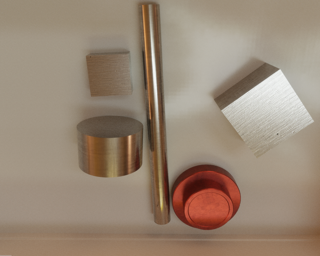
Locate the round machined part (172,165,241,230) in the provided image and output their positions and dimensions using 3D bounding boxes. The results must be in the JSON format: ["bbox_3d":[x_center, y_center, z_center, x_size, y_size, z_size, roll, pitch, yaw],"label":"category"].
[{"bbox_3d":[0.067,0.105,0.442,0.099,0.042,0.097,0,110,-1],"label":"round machined part"}]

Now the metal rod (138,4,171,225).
[{"bbox_3d":[-0.005,-0.003,0.410,0.025,0.025,0.298,-3,110,1],"label":"metal rod"}]

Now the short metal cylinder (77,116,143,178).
[{"bbox_3d":[-0.062,0.020,0.389,0.081,0.080,0.050,2,110,-1],"label":"short metal cylinder"}]

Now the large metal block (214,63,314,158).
[{"bbox_3d":[0.128,-0.023,0.391,0.080,0.050,0.080,-36,107,12],"label":"large metal block"}]

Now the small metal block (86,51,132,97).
[{"bbox_3d":[-0.061,-0.067,0.386,0.050,0.025,0.050,-3,110,0],"label":"small metal block"}]
